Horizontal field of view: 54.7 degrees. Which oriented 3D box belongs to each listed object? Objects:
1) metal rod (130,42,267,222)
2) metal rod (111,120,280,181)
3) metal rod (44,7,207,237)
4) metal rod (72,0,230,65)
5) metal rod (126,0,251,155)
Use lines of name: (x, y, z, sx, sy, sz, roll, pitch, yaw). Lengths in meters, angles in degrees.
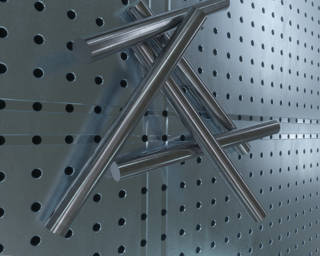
metal rod: (0.053, 0.005, 0.411, 0.025, 0.025, 0.299, -43, 102, -32)
metal rod: (0.071, 0.025, 0.449, 0.303, 0.025, 0.025, -12, 98, -33)
metal rod: (-0.031, -0.018, 0.353, 0.025, 0.025, 0.300, 41, 75, -33)
metal rod: (0.014, -0.135, 0.391, 0.302, 0.025, 0.025, -37, 113, -44)
metal rod: (0.057, -0.058, 0.458, 0.300, 0.025, 0.025, 47, 62, -30)
